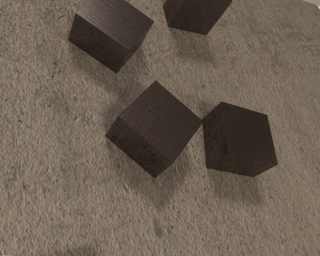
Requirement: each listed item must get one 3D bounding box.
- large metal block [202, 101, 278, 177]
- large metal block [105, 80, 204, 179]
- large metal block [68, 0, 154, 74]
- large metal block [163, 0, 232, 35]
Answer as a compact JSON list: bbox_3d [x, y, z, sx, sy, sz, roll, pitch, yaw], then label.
[{"bbox_3d":[0.111,0.018,0.439,0.081,0.050,0.080,14,56,-21],"label":"large metal block"},{"bbox_3d":[-0.006,0.001,0.386,0.080,0.050,0.080,41,51,-1],"label":"large metal block"},{"bbox_3d":[-0.068,-0.137,0.436,0.080,0.050,0.080,34,51,-6],"label":"large metal block"},{"bbox_3d":[0.062,-0.214,0.535,0.081,0.080,0.050,3,61,-27],"label":"large metal block"}]
